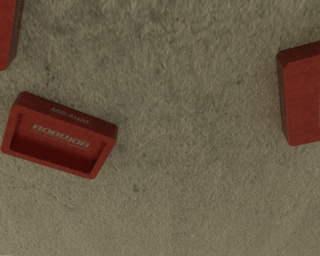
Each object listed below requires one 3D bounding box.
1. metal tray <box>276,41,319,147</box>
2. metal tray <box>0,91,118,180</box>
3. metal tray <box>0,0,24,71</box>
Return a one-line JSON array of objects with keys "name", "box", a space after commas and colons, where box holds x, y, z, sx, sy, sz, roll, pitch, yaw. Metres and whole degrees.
[{"name": "metal tray", "box": [0.194, -0.041, 0.373, 0.090, 0.030, 0.129, -14, 129, 11]}, {"name": "metal tray", "box": [-0.133, 0.015, 0.414, 0.131, 0.030, 0.089, 21, 127, -18]}, {"name": "metal tray", "box": [-0.181, -0.127, 0.293, 0.091, 0.030, 0.129, 18, 128, -16]}]
